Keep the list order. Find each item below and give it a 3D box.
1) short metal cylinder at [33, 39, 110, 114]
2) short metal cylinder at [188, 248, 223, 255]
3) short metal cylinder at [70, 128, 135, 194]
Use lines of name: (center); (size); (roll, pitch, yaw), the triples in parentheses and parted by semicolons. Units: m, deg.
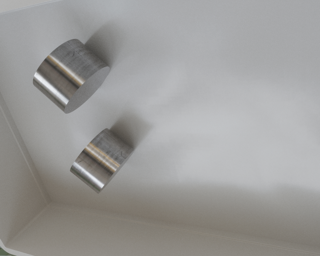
short metal cylinder: (-0.110, -0.064, 0.389); (0.050, 0.080, 0.080); (43, 129, -1)
short metal cylinder: (0.074, 0.245, 0.506); (0.080, 0.050, 0.079); (13, 124, 20)
short metal cylinder: (-0.081, 0.047, 0.443); (0.050, 0.080, 0.080); (39, 129, 2)
